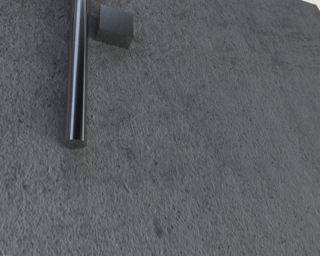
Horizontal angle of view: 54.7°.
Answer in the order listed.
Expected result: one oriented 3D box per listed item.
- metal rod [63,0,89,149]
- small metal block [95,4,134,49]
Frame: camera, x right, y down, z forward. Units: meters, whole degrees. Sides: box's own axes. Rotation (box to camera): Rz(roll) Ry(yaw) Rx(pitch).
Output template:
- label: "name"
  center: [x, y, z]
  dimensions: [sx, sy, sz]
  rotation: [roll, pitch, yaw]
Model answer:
- label: "metal rod"
  center: [-0.109, -0.112, 0.414]
  dimensions: [0.025, 0.025, 0.299]
  rotation: [8, 58, -25]
- label: "small metal block"
  center: [-0.068, -0.150, 0.460]
  dimensions: [0.050, 0.025, 0.050]
  rotation: [10, 57, -23]
